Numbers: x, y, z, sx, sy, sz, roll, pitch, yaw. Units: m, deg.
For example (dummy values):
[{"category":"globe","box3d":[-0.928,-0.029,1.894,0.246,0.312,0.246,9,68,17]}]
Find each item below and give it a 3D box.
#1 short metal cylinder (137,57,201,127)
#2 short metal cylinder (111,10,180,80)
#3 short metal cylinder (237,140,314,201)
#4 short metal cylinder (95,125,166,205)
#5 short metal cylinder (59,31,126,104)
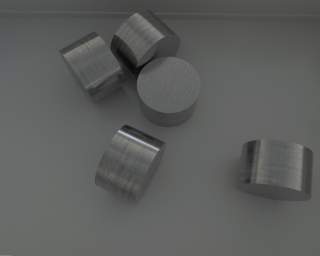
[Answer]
[{"category":"short metal cylinder","box3d":[0.011,-0.047,0.413,0.081,0.050,0.080,0,70,0]},{"category":"short metal cylinder","box3d":[-0.019,-0.110,0.420,0.080,0.080,0.050,-39,75,-13]},{"category":"short metal cylinder","box3d":[0.134,0.051,0.362,0.080,0.080,0.050,12,71,4]},{"category":"short metal cylinder","box3d":[-0.033,0.043,0.365,0.050,0.080,0.080,25,72,9]},{"category":"short metal cylinder","box3d":[-0.088,-0.079,0.408,0.050,0.080,0.080,-34,74,-11]}]
